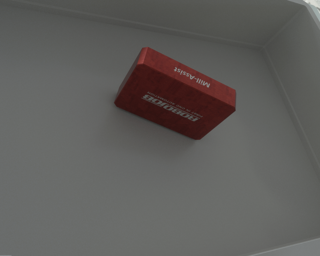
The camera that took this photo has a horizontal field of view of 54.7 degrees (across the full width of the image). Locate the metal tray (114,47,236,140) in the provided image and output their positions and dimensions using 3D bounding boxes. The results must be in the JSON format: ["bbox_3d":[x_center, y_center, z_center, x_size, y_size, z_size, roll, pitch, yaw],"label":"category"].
[{"bbox_3d":[0.018,-0.038,0.394,0.131,0.090,0.030,23,53,-16],"label":"metal tray"}]
